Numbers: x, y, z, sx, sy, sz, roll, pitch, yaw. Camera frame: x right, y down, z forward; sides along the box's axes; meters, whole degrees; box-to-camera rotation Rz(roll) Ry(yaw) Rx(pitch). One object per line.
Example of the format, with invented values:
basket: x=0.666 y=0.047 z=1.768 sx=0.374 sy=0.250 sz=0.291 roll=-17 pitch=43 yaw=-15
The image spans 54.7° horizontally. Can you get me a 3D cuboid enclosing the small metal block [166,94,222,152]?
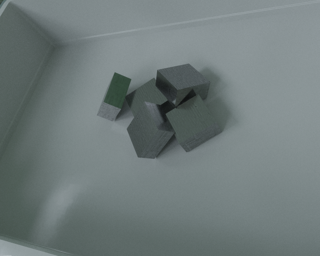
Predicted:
small metal block: x=0.041 y=-0.006 z=0.385 sx=0.050 sy=0.025 sz=0.050 roll=-31 pitch=52 yaw=7

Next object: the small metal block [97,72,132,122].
small metal block: x=-0.067 y=-0.044 z=0.446 sx=0.050 sy=0.025 sz=0.050 roll=138 pitch=151 yaw=-61

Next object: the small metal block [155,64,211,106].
small metal block: x=0.029 y=-0.058 z=0.408 sx=0.050 sy=0.025 sz=0.050 roll=-17 pitch=46 yaw=-26

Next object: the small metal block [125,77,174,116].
small metal block: x=-0.015 y=-0.034 z=0.431 sx=0.050 sy=0.025 sz=0.050 roll=-33 pitch=52 yaw=6

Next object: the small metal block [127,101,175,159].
small metal block: x=-0.013 y=0.003 z=0.392 sx=0.050 sy=0.025 sz=0.050 roll=-54 pitch=44 yaw=31
